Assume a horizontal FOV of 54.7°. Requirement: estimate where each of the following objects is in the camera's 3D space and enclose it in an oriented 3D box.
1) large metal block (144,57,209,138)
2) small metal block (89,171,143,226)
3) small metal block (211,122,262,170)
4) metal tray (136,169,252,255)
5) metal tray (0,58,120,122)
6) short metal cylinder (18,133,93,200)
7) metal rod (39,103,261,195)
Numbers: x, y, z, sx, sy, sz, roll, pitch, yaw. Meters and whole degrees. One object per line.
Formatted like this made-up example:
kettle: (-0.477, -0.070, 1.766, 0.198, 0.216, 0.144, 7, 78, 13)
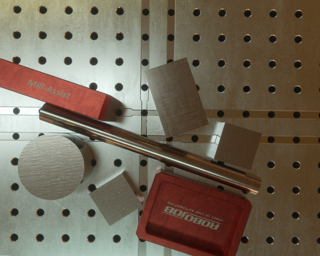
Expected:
large metal block: (0.019, -0.034, 0.387, 0.050, 0.080, 0.080, -19, 90, 0)
small metal block: (-0.057, 0.093, 0.413, 0.050, 0.025, 0.050, -32, 90, 0)
small metal block: (0.101, 0.024, 0.414, 0.050, 0.025, 0.050, 17, 90, 0)
metal tray: (0.044, 0.117, 0.411, 0.131, 0.030, 0.090, 18, 90, 0)
metal tray: (-0.120, -0.042, 0.379, 0.131, 0.090, 0.030, 19, 90, 0)
short metal cylinder: (-0.132, 0.047, 0.399, 0.081, 0.050, 0.080, 0, 90, 0)
metal rod: (-0.012, 0.028, 0.413, 0.301, 0.025, 0.025, 19, 90, 0)
